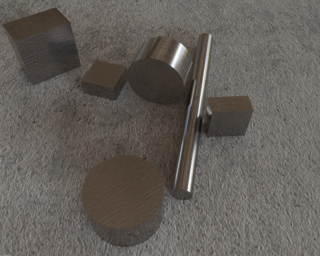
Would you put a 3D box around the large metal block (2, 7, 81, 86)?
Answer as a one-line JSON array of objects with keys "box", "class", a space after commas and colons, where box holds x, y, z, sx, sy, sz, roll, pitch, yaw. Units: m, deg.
[{"box": [-0.175, -0.123, 0.470, 0.081, 0.080, 0.050, -29, 56, -22], "class": "large metal block"}]

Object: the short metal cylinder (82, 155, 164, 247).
[{"box": [-0.036, 0.075, 0.323, 0.081, 0.050, 0.080, 0, 50, 0], "class": "short metal cylinder"}]

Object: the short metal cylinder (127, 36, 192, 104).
[{"box": [0.001, -0.080, 0.435, 0.080, 0.080, 0.050, 13, 51, 10], "class": "short metal cylinder"}]

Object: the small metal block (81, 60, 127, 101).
[{"box": [-0.081, -0.072, 0.463, 0.050, 0.025, 0.050, 14, 51, 11], "class": "small metal block"}]

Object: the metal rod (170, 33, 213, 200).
[{"box": [0.051, -0.039, 0.436, 0.025, 0.025, 0.300, 8, 50, 7], "class": "metal rod"}]

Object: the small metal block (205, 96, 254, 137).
[{"box": [0.087, -0.014, 0.400, 0.050, 0.050, 0.025, -3, 50, -3], "class": "small metal block"}]
